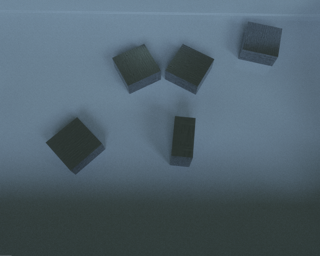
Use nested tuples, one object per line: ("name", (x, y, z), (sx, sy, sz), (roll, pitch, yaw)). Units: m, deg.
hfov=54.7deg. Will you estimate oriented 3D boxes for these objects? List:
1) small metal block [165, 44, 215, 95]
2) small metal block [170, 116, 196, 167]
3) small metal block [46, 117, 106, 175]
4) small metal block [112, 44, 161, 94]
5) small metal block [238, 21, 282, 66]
("small metal block", (0.042, -0.083, 0.440), (0.050, 0.025, 0.050), (29, 72, 10))
("small metal block", (0.028, 0.018, 0.390), (0.025, 0.050, 0.050), (6, 70, 2))
("small metal block", (-0.108, 0.023, 0.400), (0.050, 0.025, 0.050), (-42, 75, -14))
("small metal block", (-0.033, -0.084, 0.440), (0.050, 0.025, 0.050), (-26, 72, -9))
("small metal block", (0.147, -0.124, 0.456), (0.050, 0.025, 0.050), (14, 71, 5))
